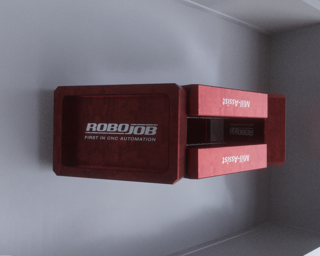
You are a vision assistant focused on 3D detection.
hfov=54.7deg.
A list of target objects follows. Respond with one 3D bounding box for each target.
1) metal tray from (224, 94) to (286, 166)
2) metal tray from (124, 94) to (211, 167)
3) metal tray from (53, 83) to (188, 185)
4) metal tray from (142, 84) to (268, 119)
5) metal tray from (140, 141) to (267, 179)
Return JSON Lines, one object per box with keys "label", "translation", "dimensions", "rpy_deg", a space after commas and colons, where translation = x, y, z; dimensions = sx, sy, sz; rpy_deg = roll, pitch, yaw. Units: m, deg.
{"label": "metal tray", "translation": [0.131, 0.002, 0.447], "dimensions": [0.030, 0.130, 0.089], "rpy_deg": [1, 90, -10]}
{"label": "metal tray", "translation": [0.014, 0.003, 0.413], "dimensions": [0.131, 0.030, 0.089], "rpy_deg": [-1, 91, -41]}
{"label": "metal tray", "translation": [-0.041, 0.004, 0.304], "dimensions": [0.030, 0.130, 0.089], "rpy_deg": [0, 91, -72]}
{"label": "metal tray", "translation": [0.054, -0.027, 0.367], "dimensions": [0.131, 0.090, 0.030], "rpy_deg": [0, 90, -40]}
{"label": "metal tray", "translation": [0.053, 0.034, 0.367], "dimensions": [0.131, 0.090, 0.030], "rpy_deg": [0, 90, -40]}
